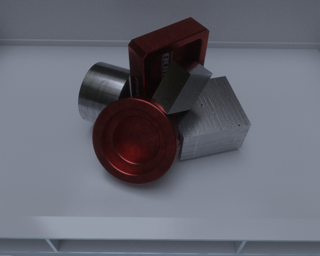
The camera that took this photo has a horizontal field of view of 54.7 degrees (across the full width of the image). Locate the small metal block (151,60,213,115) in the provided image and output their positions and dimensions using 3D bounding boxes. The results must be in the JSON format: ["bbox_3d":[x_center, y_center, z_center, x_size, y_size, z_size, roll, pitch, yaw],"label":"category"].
[{"bbox_3d":[0.024,-0.045,0.336,0.025,0.050,0.050,42,29,21],"label":"small metal block"}]

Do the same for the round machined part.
[{"bbox_3d":[-0.024,0.012,0.358,0.098,0.097,0.042,16,16,12],"label":"round machined part"}]

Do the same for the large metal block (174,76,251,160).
[{"bbox_3d":[0.055,-0.014,0.389,0.081,0.050,0.080,-11,56,-10],"label":"large metal block"}]

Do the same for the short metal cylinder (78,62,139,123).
[{"bbox_3d":[-0.061,-0.040,0.400,0.050,0.080,0.080,18,52,14],"label":"short metal cylinder"}]

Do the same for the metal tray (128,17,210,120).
[{"bbox_3d":[0.010,-0.062,0.387,0.091,0.129,0.030,-28,57,-22],"label":"metal tray"}]
